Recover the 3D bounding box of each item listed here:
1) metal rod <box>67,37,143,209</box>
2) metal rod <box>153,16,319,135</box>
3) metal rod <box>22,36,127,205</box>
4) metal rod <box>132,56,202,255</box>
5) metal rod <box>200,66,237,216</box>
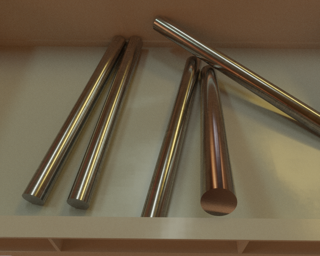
[{"bbox_3d":[-0.065,-0.031,0.430,0.025,0.025,0.300,7,50,6],"label":"metal rod"},{"bbox_3d":[0.111,-0.081,0.448,0.300,0.025,0.025,37,59,18],"label":"metal rod"},{"bbox_3d":[-0.104,-0.034,0.432,0.025,0.025,0.300,10,51,9],"label":"metal rod"},{"bbox_3d":[0.019,0.008,0.398,0.025,0.025,0.300,10,51,8],"label":"metal rod"},{"bbox_3d":[0.058,-0.017,0.346,0.025,0.025,0.301,6,28,5],"label":"metal rod"}]
